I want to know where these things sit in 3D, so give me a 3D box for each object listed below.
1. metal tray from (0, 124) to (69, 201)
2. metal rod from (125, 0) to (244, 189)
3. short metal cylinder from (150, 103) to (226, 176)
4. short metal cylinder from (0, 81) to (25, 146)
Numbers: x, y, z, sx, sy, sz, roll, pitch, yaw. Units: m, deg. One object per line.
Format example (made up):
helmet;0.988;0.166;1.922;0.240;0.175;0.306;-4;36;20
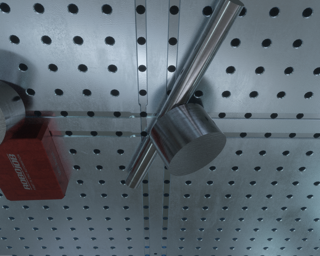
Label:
metal tray;-0.196;0.054;0.453;0.091;0.030;0.129;-2;130;1
metal rod;0.015;-0.021;0.393;0.025;0.025;0.298;17;128;-15
short metal cylinder;0.035;0.015;0.387;0.081;0.050;0.080;-22;145;-16
short metal cylinder;-0.209;-0.015;0.363;0.080;0.050;0.079;0;108;0
